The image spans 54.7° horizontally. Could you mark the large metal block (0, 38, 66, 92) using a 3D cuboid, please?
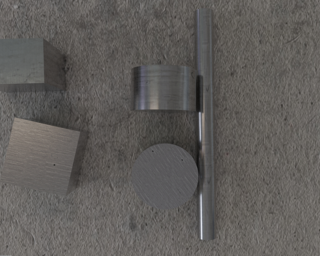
[{"bbox_3d":[-0.168,-0.074,0.381,0.081,0.080,0.050,-1,90,0],"label":"large metal block"}]

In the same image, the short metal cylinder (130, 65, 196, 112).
[{"bbox_3d":[0.004,-0.046,0.383,0.081,0.080,0.050,1,90,0],"label":"short metal cylinder"}]

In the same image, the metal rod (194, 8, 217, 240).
[{"bbox_3d":[0.060,-0.005,0.410,0.025,0.025,0.298,-1,90,0],"label":"metal rod"}]

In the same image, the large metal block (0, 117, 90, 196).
[{"bbox_3d":[-0.144,0.035,0.396,0.080,0.050,0.080,13,90,0],"label":"large metal block"}]

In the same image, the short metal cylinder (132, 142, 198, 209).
[{"bbox_3d":[0.006,0.058,0.398,0.081,0.050,0.080,0,90,0],"label":"short metal cylinder"}]
